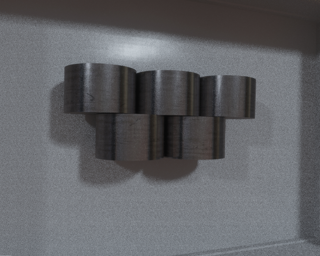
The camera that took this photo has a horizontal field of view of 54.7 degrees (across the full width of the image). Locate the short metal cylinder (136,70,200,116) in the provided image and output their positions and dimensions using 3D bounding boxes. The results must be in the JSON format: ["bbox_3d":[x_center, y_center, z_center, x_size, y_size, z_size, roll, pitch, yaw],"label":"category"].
[{"bbox_3d":[0.009,-0.039,0.382,0.081,0.080,0.050,1,90,-20],"label":"short metal cylinder"}]

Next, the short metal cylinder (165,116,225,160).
[{"bbox_3d":[0.042,0.011,0.395,0.081,0.080,0.050,1,90,-20],"label":"short metal cylinder"}]

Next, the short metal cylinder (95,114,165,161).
[{"bbox_3d":[-0.035,0.010,0.366,0.081,0.080,0.050,1,90,-20],"label":"short metal cylinder"}]

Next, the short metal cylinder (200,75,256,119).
[{"bbox_3d":[0.085,-0.038,0.410,0.081,0.080,0.050,2,90,-20],"label":"short metal cylinder"}]

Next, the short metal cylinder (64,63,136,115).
[{"bbox_3d":[-0.068,-0.041,0.354,0.081,0.080,0.050,1,90,-20],"label":"short metal cylinder"}]
